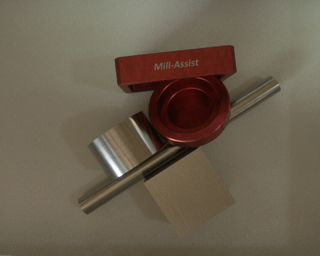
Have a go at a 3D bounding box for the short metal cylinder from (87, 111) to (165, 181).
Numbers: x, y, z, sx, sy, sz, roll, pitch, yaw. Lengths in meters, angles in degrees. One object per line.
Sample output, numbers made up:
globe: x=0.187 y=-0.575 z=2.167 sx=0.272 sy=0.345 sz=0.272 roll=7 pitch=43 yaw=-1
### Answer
short metal cylinder: x=-0.041 y=0.022 z=0.382 sx=0.080 sy=0.080 sz=0.050 roll=-33 pitch=90 yaw=0

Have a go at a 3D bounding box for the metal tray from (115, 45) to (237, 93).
metal tray: x=0.017 y=-0.068 z=0.377 sx=0.131 sy=0.090 sz=0.030 roll=-6 pitch=90 yaw=-1

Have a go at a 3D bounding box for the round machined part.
round machined part: x=0.039 y=-0.020 z=0.388 sx=0.098 sy=0.042 sz=0.098 roll=-6 pitch=64 yaw=13

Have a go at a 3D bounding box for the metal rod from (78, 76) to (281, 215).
metal rod: x=0.026 y=0.022 z=0.410 sx=0.301 sy=0.025 sz=0.025 roll=-33 pitch=90 yaw=-1

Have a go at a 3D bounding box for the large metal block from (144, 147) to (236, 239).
large metal block: x=0.036 y=0.078 z=0.397 sx=0.080 sy=0.050 sz=0.080 roll=-33 pitch=90 yaw=0
